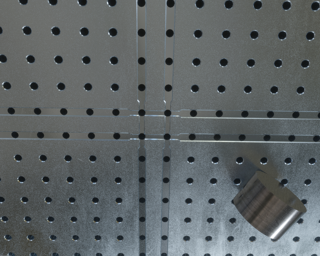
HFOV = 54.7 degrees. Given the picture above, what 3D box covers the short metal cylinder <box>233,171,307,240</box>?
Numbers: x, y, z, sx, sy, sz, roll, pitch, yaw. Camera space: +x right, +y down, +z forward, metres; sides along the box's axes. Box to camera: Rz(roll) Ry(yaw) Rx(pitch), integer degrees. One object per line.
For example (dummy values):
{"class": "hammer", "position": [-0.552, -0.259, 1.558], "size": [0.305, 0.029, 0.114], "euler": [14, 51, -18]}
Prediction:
{"class": "short metal cylinder", "position": [0.149, 0.104, 0.425], "size": [0.080, 0.080, 0.050], "euler": [30, 107, -11]}
